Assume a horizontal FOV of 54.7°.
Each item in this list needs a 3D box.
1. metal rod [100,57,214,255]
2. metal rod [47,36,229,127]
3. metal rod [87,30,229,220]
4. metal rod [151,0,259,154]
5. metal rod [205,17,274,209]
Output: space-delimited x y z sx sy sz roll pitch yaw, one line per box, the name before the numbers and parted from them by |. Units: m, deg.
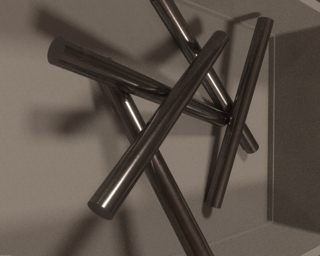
metal rod | 0.002 0.057 0.331 0.025 0.025 0.299 -21 78 -39
metal rod | 0.005 -0.039 0.377 0.302 0.025 0.025 16 80 -50
metal rod | 0.018 -0.029 0.350 0.025 0.025 0.301 56 48 -26
metal rod | 0.081 -0.069 0.476 0.300 0.025 0.025 52 59 -28
metal rod | 0.123 -0.023 0.479 0.025 0.025 0.298 16 90 -39
